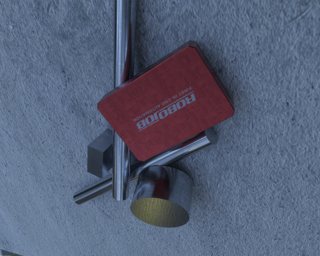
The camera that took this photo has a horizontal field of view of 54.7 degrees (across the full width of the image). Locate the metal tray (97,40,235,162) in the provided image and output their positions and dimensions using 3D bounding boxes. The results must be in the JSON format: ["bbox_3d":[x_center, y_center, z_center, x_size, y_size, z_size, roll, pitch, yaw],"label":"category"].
[{"bbox_3d":[0.006,-0.027,0.355,0.130,0.030,0.090,-29,109,21],"label":"metal tray"}]

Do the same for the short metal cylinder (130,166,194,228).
[{"bbox_3d":[0.004,0.097,0.431,0.080,0.050,0.080,7,138,7],"label":"short metal cylinder"}]

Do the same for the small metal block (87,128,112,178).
[{"bbox_3d":[-0.081,0.036,0.454,0.025,0.050,0.050,21,126,15],"label":"small metal block"}]

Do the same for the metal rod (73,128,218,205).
[{"bbox_3d":[-0.041,0.067,0.468,0.299,0.025,0.025,-29,102,37],"label":"metal rod"}]

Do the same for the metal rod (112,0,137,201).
[{"bbox_3d":[-0.047,-0.032,0.392,0.025,0.025,0.298,15,119,19],"label":"metal rod"}]
